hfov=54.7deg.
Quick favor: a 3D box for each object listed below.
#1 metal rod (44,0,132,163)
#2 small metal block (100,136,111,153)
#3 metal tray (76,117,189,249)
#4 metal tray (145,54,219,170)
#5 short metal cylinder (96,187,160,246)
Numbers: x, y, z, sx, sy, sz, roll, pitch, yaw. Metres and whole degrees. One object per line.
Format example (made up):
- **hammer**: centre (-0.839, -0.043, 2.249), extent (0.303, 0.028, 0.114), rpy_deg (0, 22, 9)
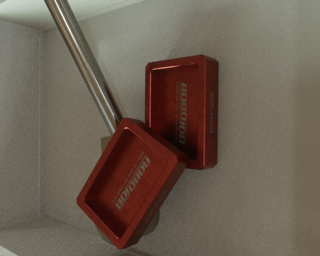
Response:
- **metal rod**: centre (-0.084, -0.063, 0.393), extent (0.025, 0.025, 0.299), rpy_deg (-14, 107, 39)
- **small metal block**: centre (-0.059, 0.036, 0.453), extent (0.050, 0.025, 0.050), rpy_deg (-9, 84, 39)
- **metal tray**: centre (-0.036, 0.064, 0.371), extent (0.090, 0.030, 0.129), rpy_deg (37, 102, 27)
- **metal tray**: centre (0.024, -0.018, 0.381), extent (0.090, 0.030, 0.129), rpy_deg (1, 91, 39)
- **short metal cylinder**: centre (-0.047, 0.115, 0.427), extent (0.080, 0.050, 0.079), rpy_deg (0, 90, 39)
